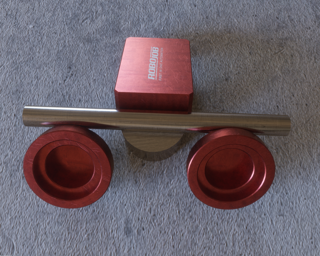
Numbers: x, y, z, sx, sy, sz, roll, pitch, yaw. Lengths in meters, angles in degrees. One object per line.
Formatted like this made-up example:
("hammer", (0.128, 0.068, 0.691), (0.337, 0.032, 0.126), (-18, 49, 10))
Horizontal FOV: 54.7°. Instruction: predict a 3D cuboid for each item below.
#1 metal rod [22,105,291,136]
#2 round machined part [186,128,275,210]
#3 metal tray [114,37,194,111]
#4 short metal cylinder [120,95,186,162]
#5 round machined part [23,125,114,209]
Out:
("metal rod", (-0.004, -0.008, 0.360), (0.302, 0.025, 0.025), (2, 70, 0))
("round machined part", (0.080, 0.044, 0.367), (0.099, 0.042, 0.097), (0, 113, 0))
("metal tray", (-0.005, -0.073, 0.405), (0.091, 0.030, 0.130), (2, 44, 0))
("short metal cylinder", (-0.008, -0.001, 0.397), (0.081, 0.050, 0.080), (0, 70, 0))
("round machined part", (-0.104, 0.042, 0.367), (0.099, 0.042, 0.097), (0, 108, -1))
